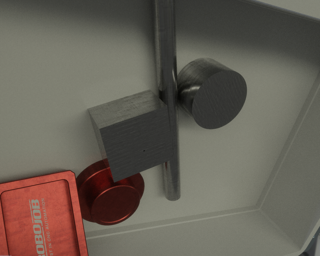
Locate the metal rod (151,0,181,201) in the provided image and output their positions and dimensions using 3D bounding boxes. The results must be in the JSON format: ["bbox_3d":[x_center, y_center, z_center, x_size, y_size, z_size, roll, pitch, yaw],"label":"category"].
[{"bbox_3d":[0.012,-0.019,0.405,0.025,0.025,0.298,-17,126,-19],"label":"metal rod"}]

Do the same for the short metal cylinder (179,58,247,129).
[{"bbox_3d":[0.064,-0.045,0.402,0.081,0.050,0.079,-14,124,-21],"label":"short metal cylinder"}]

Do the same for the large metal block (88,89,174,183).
[{"bbox_3d":[-0.034,0.008,0.380,0.081,0.050,0.079,-20,126,-17],"label":"large metal block"}]

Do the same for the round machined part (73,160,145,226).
[{"bbox_3d":[-0.066,0.093,0.420,0.099,0.042,0.097,-14,125,-21],"label":"round machined part"}]

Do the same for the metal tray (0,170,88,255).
[{"bbox_3d":[-0.137,0.120,0.359,0.091,0.030,0.129,-9,87,-25],"label":"metal tray"}]
